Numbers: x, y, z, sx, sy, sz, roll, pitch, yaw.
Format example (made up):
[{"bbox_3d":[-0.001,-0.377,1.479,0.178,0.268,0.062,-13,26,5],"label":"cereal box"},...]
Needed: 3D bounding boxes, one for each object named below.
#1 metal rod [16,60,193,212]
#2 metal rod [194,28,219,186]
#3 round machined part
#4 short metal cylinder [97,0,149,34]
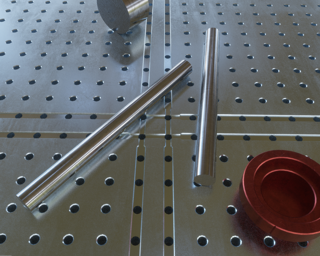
[{"bbox_3d":[-0.053,-0.007,0.412,0.025,0.025,0.301,32,57,23],"label":"metal rod"},{"bbox_3d":[0.072,-0.053,0.453,0.025,0.025,0.300,6,50,5],"label":"metal rod"},{"bbox_3d":[0.135,0.075,0.335,0.099,0.042,0.098,0,50,0],"label":"round machined part"},{"bbox_3d":[-0.066,-0.217,0.553,0.080,0.080,0.050,32,57,24],"label":"short metal cylinder"}]
